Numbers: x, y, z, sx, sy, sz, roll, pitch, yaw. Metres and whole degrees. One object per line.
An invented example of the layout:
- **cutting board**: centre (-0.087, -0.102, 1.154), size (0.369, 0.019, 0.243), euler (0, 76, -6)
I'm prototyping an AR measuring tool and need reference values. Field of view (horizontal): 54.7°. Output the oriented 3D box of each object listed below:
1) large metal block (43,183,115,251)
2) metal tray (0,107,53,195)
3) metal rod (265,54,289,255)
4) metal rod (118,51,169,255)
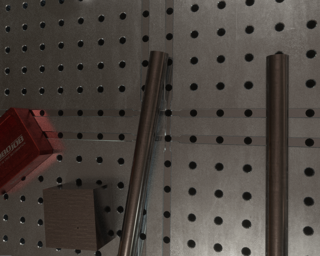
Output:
- **large metal block**: centre (-0.114, 0.122, 0.438), size (0.080, 0.050, 0.079), euler (-4, 89, 19)
- **metal tray**: centre (-0.244, 0.039, 0.493), size (0.130, 0.030, 0.090), euler (-38, 78, 15)
- **metal rod**: centre (0.137, 0.065, 0.364), size (0.025, 0.025, 0.298), euler (0, 90, 19)
- **metal rod**: centre (-0.025, 0.047, 0.420), size (0.025, 0.025, 0.298), euler (10, 93, 19)
